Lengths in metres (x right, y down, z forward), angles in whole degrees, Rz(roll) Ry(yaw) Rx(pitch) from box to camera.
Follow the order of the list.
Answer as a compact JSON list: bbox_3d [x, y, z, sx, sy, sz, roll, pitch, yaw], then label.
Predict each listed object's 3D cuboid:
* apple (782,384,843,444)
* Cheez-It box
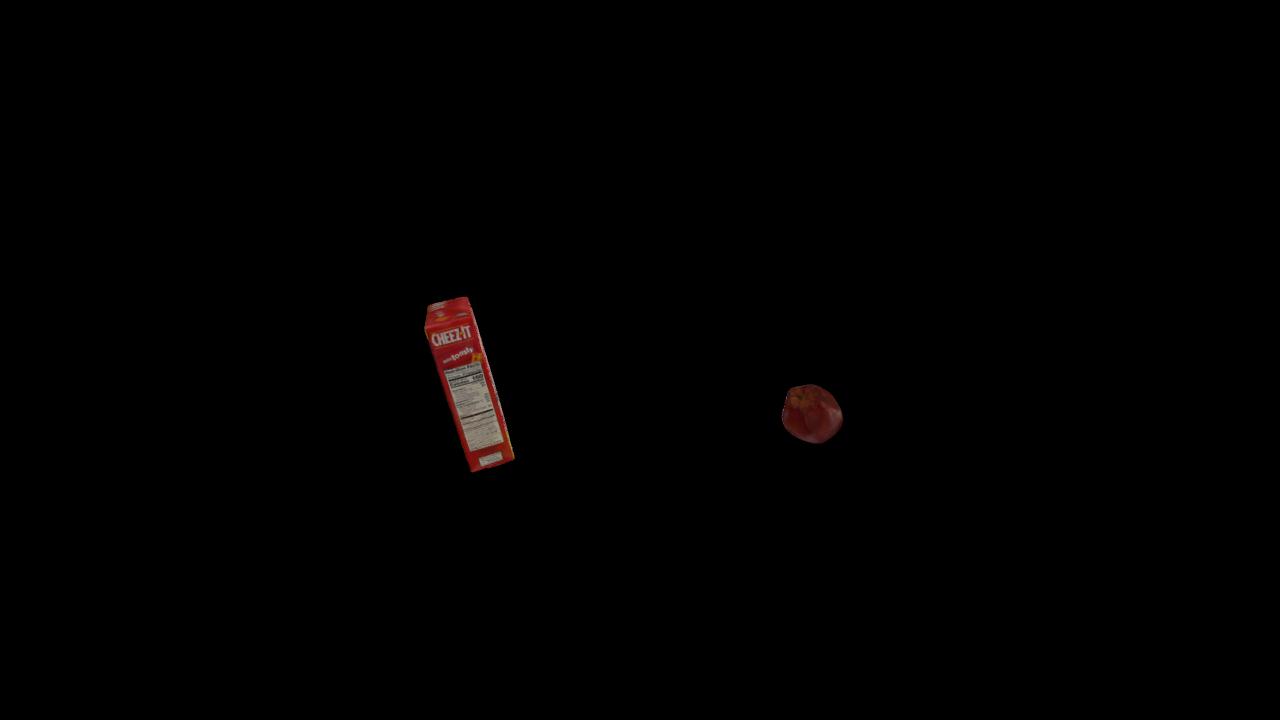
[{"bbox_3d":[0.234,0.073,0.843,0.079,0.079,0.093,0,-28,34],"label":"apple"},{"bbox_3d":[-0.253,0.030,0.908,0.071,0.223,0.166,-16,19,-14],"label":"Cheez-It box"}]
